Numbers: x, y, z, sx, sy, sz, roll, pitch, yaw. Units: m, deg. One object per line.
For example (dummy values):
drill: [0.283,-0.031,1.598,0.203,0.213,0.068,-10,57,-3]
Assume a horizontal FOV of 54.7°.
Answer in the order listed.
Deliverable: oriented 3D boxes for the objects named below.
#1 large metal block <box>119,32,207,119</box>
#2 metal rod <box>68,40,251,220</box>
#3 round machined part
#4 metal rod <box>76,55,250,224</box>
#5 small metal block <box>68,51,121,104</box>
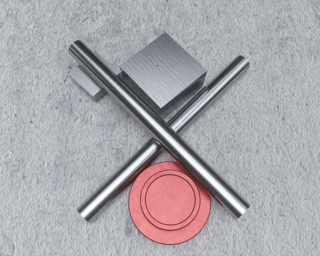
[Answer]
large metal block: [0.004,-0.069,0.422,0.080,0.050,0.080,-40,75,-14]
metal rod: [-0.011,-0.007,0.385,0.025,0.025,0.300,-42,76,-14]
round machined part: [0.012,0.087,0.368,0.099,0.042,0.098,0,70,-1]
metal rod: [0.014,0.005,0.409,0.025,0.025,0.301,43,75,13]
small metal block: [-0.090,-0.071,0.435,0.050,0.025,0.050,41,75,13]
